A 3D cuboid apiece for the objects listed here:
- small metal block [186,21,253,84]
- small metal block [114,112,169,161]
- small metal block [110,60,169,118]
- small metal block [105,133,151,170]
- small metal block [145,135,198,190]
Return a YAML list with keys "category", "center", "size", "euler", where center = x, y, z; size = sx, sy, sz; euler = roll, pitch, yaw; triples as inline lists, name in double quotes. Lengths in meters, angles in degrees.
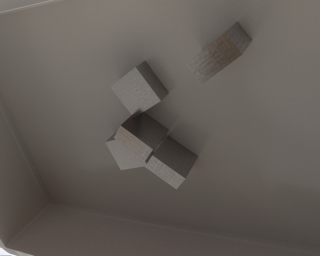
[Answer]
- category: "small metal block"
  center: [0.061, -0.076, 0.313]
  size: [0.025, 0.050, 0.050]
  euler: [49, 128, -7]
- category: "small metal block"
  center: [-0.024, 0.008, 0.408]
  size: [0.050, 0.050, 0.025]
  euler: [36, 129, 3]
- category: "small metal block"
  center: [-0.026, -0.048, 0.391]
  size: [0.050, 0.025, 0.050]
  euler: [-29, 103, 37]
- category: "small metal block"
  center: [-0.043, 0.031, 0.449]
  size: [0.050, 0.025, 0.050]
  euler: [-14, 112, 33]
- category: "small metal block"
  center: [0.016, 0.044, 0.410]
  size: [0.050, 0.050, 0.025]
  euler: [35, 129, 4]
